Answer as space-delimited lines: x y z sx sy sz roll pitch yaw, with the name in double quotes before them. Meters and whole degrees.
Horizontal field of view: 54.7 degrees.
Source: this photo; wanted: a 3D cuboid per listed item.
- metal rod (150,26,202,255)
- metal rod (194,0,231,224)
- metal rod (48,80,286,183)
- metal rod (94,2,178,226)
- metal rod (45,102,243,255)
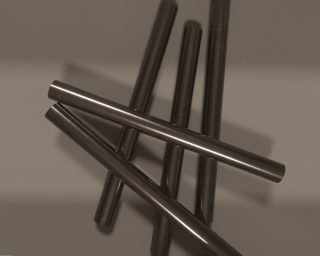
"metal rod" 0.022 0.017 0.411 0.025 0.025 0.298 9 90 -1
"metal rod" 0.070 -0.025 0.412 0.025 0.025 0.298 5 90 -1
"metal rod" 0.009 0.005 0.385 0.301 0.025 0.025 20 90 -1
"metal rod" -0.032 -0.018 0.410 0.025 0.025 0.298 17 90 -1
"metal rod" -0.018 0.074 0.385 0.300 0.025 0.025 40 90 -1
